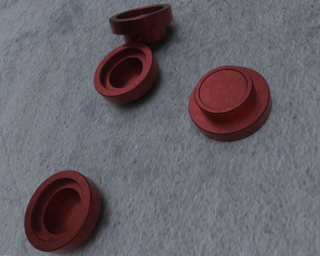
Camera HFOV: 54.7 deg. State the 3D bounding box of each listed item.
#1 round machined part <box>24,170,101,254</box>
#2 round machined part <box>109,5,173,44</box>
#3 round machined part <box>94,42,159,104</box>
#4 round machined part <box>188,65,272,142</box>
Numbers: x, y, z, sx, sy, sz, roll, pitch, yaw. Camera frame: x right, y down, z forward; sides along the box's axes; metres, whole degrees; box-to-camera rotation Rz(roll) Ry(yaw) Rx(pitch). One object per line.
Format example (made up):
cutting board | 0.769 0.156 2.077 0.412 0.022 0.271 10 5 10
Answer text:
round machined part | -0.115 0.106 0.387 0.098 0.042 0.098 -13 56 20
round machined part | -0.027 -0.161 0.487 0.098 0.042 0.098 -10 29 6
round machined part | -0.046 -0.077 0.462 0.098 0.042 0.098 -13 56 20
round machined part | 0.080 -0.036 0.372 0.098 0.042 0.098 -13 56 20
